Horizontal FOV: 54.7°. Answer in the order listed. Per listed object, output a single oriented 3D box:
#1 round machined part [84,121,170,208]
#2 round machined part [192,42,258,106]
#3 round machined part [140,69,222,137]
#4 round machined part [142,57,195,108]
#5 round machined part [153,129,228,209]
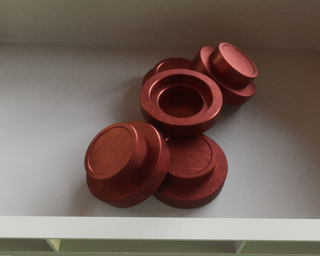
[{"bbox_3d":[-0.042,0.033,0.336,0.098,0.042,0.098,-18,50,23],"label":"round machined part"},{"bbox_3d":[0.097,-0.081,0.434,0.099,0.042,0.098,22,43,-22],"label":"round machined part"},{"bbox_3d":[0.025,-0.026,0.386,0.099,0.042,0.098,0,50,0],"label":"round machined part"},{"bbox_3d":[0.024,-0.065,0.446,0.099,0.042,0.098,0,50,0],"label":"round machined part"},{"bbox_3d":[0.030,0.040,0.359,0.099,0.042,0.098,0,50,0],"label":"round machined part"}]
